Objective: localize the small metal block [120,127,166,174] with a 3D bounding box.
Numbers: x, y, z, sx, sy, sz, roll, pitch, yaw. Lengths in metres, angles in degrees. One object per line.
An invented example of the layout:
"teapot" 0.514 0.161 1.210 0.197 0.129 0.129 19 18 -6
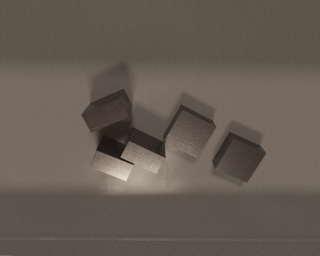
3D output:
"small metal block" -0.021 0.028 0.408 0.050 0.050 0.025 26 108 -10

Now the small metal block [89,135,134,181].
"small metal block" -0.061 0.039 0.412 0.050 0.050 0.025 23 108 -9

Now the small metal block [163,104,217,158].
"small metal block" 0.039 0.004 0.414 0.050 0.025 0.050 27 108 -10

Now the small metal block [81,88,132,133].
"small metal block" -0.065 -0.023 0.389 0.050 0.050 0.025 -22 109 7

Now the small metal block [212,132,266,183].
"small metal block" 0.108 0.040 0.428 0.050 0.025 0.050 24 108 -9
